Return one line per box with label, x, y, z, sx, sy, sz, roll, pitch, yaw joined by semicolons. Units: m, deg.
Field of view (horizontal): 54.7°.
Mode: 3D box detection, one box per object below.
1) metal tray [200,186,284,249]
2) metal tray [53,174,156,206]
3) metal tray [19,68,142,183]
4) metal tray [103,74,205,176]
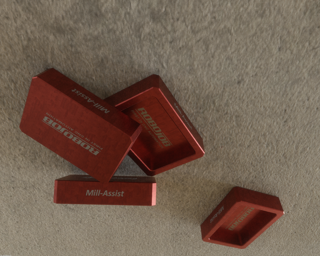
metal tray;0.140;0.161;0.543;0.091;0.030;0.129;17;128;-14
metal tray;-0.072;0.086;0.440;0.131;0.090;0.030;2;86;-2
metal tray;-0.098;0.000;0.373;0.130;0.030;0.089;33;126;-1
metal tray;-0.010;0.003;0.405;0.090;0.030;0.130;-24;127;19
